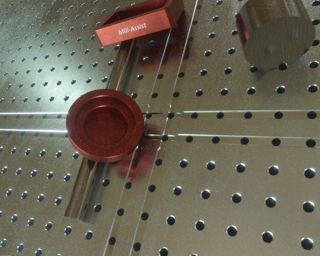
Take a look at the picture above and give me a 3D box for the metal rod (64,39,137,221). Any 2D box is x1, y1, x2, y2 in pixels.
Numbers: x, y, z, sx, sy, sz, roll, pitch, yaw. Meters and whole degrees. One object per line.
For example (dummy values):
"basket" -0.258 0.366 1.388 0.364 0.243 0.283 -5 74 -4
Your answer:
"metal rod" -0.081 -0.016 0.458 0.025 0.025 0.299 -2 61 27

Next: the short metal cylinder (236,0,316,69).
"short metal cylinder" 0.137 -0.117 0.373 0.080 0.080 0.050 -16 56 19

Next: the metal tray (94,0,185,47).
"metal tray" -0.032 -0.180 0.509 0.130 0.030 0.090 -8 35 23

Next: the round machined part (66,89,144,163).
"round machined part" -0.073 0.000 0.414 0.099 0.042 0.098 4 65 -9
